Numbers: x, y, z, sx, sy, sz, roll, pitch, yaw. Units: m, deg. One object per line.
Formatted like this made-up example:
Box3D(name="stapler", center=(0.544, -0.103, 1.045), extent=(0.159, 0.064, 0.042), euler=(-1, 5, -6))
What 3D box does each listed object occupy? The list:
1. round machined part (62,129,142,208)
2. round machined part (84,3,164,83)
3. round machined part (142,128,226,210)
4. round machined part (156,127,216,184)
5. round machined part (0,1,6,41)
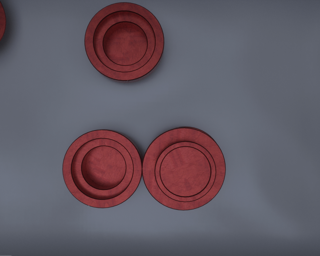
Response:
Box3D(name="round machined part", center=(-0.071, 0.050, 0.402), extent=(0.099, 0.042, 0.097), euler=(0, 90, -1))
Box3D(name="round machined part", center=(-0.044, -0.107, 0.402), extent=(0.099, 0.042, 0.097), euler=(0, 90, -1))
Box3D(name="round machined part", center=(0.028, 0.048, 0.361), extent=(0.099, 0.042, 0.097), euler=(0, 90, -1))
Box3D(name="round machined part", center=(0.034, 0.047, 0.403), extent=(0.099, 0.042, 0.097), euler=(0, 90, -1))
Box3D(name="round machined part", center=(-0.249, -0.137, 0.384), extent=(0.099, 0.042, 0.097), euler=(-6, 100, -35))
